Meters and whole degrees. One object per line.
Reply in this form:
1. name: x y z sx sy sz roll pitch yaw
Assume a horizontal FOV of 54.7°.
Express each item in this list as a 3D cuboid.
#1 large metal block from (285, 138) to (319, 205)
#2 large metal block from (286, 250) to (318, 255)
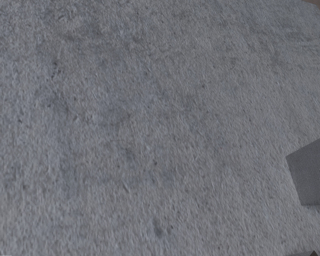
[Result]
1. large metal block: 0.248 0.066 0.465 0.050 0.080 0.080 7 59 -25
2. large metal block: 0.164 0.202 0.355 0.081 0.050 0.080 -23 74 -37
